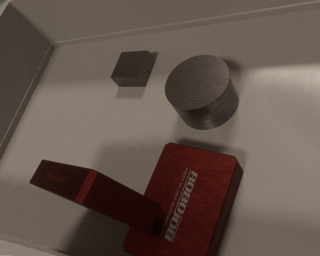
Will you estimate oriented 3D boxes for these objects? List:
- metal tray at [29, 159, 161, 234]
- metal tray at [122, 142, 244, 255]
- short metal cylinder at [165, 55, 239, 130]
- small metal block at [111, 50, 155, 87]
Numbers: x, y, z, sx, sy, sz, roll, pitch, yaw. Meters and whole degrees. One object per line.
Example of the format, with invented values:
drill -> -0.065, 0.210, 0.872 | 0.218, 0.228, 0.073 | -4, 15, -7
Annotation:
metal tray -> -0.073, 0.070, 0.332 | 0.130, 0.090, 0.030 | -1, 60, 50
metal tray -> 0.026, 0.086, 0.335 | 0.090, 0.030, 0.130 | 11, 67, 32
short metal cylinder -> 0.053, -0.044, 0.388 | 0.080, 0.050, 0.080 | -13, 56, 20
small metal block -> -0.042, -0.092, 0.482 | 0.050, 0.025, 0.050 | 4, 64, 30
